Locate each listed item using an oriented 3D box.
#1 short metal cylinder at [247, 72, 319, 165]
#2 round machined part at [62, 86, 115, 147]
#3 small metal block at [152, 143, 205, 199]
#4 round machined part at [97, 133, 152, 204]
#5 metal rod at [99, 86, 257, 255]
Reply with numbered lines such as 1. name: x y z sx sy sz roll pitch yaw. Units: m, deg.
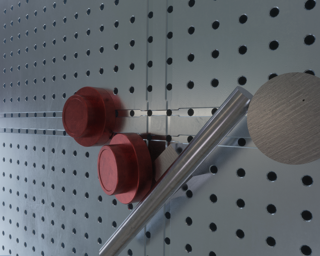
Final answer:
1. short metal cylinder: 0.129 -0.008 0.286 0.080 0.050 0.079 0 90 40
2. round machined part: -0.120 -0.018 0.497 0.098 0.042 0.097 0 90 40
3. small metal block: 0.019 0.054 0.393 0.050 0.025 0.050 -49 61 28
4. round machined part: -0.054 0.056 0.426 0.098 0.042 0.097 5 96 56
5. metal rod: 0.006 0.073 0.372 0.025 0.025 0.298 52 120 27
